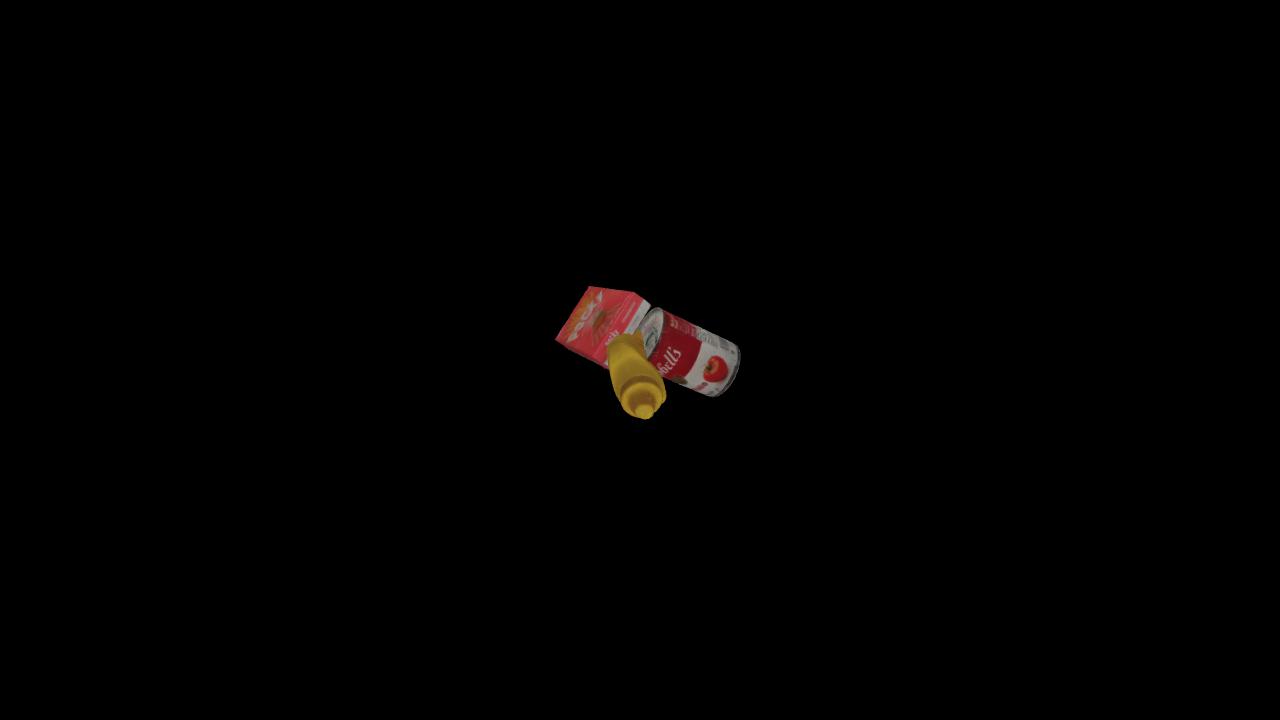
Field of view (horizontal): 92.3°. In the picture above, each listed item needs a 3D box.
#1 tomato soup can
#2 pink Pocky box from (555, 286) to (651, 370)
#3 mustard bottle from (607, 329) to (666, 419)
[{"bbox_3d":[0.049,-0.007,0.663,0.101,0.068,0.068,23,-9,-23],"label":"tomato soup can"},{"bbox_3d":[-0.047,-0.042,0.713,0.029,0.084,0.155,34,-5,-24],"label":"pink Pocky box"},{"bbox_3d":[-0.005,0.007,0.667,0.054,0.092,0.184,-23,29,5],"label":"mustard bottle"}]
